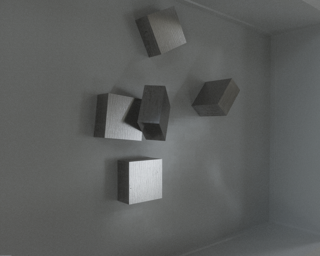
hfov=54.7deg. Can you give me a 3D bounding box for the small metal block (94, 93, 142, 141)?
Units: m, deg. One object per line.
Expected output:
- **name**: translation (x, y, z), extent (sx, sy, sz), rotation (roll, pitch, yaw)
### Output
- **small metal block**: translation (-0.048, -0.012, 0.366), extent (0.050, 0.025, 0.050), rotation (7, 86, -40)

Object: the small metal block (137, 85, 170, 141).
- **small metal block**: translation (-0.006, -0.017, 0.379), extent (0.050, 0.025, 0.050), rotation (70, 26, -63)

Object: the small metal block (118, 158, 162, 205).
- **small metal block**: translation (-0.025, 0.064, 0.386), extent (0.050, 0.025, 0.050), rotation (0, 90, -40)

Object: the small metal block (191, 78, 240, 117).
- **small metal block**: translation (0.082, -0.044, 0.459), extent (0.025, 0.050, 0.050), rotation (47, 62, -30)

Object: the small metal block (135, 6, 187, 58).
- **small metal block**: translation (0.002, -0.127, 0.408), extent (0.050, 0.025, 0.050), rotation (-34, 111, -35)
